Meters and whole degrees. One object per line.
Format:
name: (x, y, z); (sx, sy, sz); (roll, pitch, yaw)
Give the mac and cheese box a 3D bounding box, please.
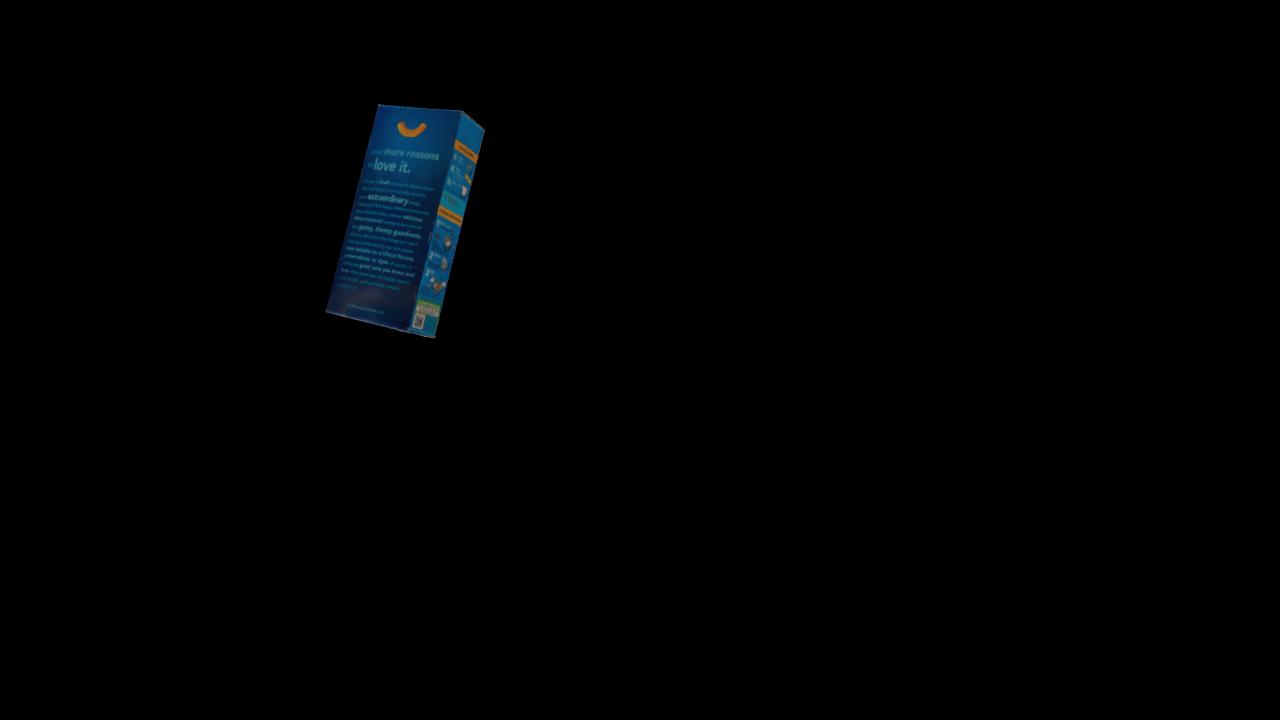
mac and cheese box: (-0.198, -0.118, 0.519); (0.093, 0.184, 0.041); (12, -3, 22)
